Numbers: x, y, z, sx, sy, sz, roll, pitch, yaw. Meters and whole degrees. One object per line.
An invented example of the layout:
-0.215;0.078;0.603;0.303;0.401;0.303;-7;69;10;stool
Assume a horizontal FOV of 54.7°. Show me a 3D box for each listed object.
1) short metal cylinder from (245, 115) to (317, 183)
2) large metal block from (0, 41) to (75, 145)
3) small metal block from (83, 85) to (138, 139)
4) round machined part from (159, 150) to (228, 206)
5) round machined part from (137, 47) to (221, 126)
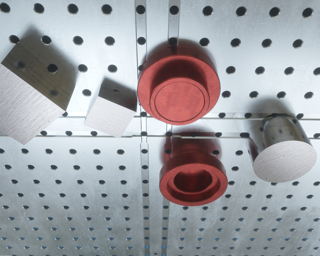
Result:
0.162;0.030;0.422;0.081;0.050;0.079;0;130;0;short metal cylinder
-0.162;-0.038;0.362;0.080;0.050;0.080;-33;123;25;large metal block
-0.063;-0.020;0.394;0.050;0.025;0.050;23;127;-18;small metal block
0.048;0.070;0.461;0.099;0.042;0.097;0;130;0;round machined part
0.022;-0.041;0.365;0.099;0.042;0.097;0;130;0;round machined part
